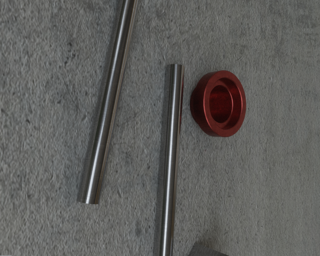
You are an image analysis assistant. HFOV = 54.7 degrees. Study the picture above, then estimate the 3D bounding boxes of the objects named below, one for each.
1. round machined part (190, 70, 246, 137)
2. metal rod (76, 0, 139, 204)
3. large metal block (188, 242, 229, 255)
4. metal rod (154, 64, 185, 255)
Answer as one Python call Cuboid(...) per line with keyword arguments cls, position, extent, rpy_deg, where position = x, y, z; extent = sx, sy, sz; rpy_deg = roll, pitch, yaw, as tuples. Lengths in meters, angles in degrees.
Cuboid(cls="round machined part", position=(0.083, -0.035, 0.466), extent=(0.099, 0.042, 0.097), rpy_deg=(0, 90, -40))
Cuboid(cls="metal rod", position=(-0.053, -0.064, 0.361), extent=(0.025, 0.025, 0.299), rpy_deg=(17, 79, -39))
Cuboid(cls="large metal block", position=(0.072, 0.220, 0.433), extent=(0.050, 0.080, 0.080), rpy_deg=(50, 60, -29))
Cuboid(cls="metal rod", position=(0.011, 0.064, 0.416), extent=(0.025, 0.025, 0.298), rpy_deg=(7, 86, -40))
